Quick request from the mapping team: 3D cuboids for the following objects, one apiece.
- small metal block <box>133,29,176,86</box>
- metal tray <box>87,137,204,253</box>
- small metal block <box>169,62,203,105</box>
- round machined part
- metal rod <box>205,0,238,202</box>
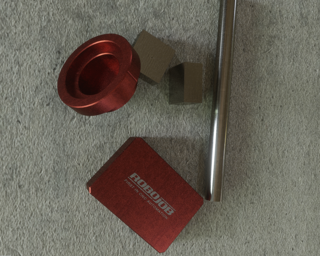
[{"bbox_3d":[-0.015,-0.091,0.404,0.050,0.025,0.050,30,80,-18],"label":"small metal block"},{"bbox_3d":[-0.017,0.085,0.401,0.130,0.030,0.090,46,76,-15],"label":"metal tray"},{"bbox_3d":[0.033,-0.057,0.409,0.025,0.050,0.050,1,90,-20],"label":"small metal block"},{"bbox_3d":[-0.065,-0.057,0.357,0.098,0.098,0.042,-59,145,-11],"label":"round machined part"},{"bbox_3d":[0.088,-0.047,0.442,0.025,0.025,0.298,5,88,-20],"label":"metal rod"}]
